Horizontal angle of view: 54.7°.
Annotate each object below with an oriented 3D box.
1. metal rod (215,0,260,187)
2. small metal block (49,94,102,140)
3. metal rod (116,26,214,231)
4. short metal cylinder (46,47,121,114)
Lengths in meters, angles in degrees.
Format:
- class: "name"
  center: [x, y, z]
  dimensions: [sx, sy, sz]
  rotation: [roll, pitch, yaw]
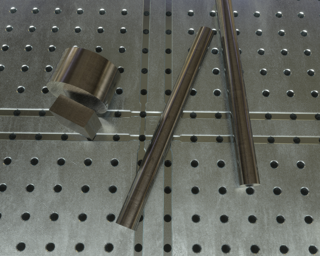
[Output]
- class: "metal rod"
  center: [0.106, -0.069, 0.438]
  dimensions: [0.025, 0.025, 0.299]
  rotation: [-2, 70, -1]
- class: "small metal block"
  center: [-0.108, -0.013, 0.402]
  dimensions: [0.050, 0.050, 0.025]
  rotation: [26, 72, 9]
- class: "metal rod"
  center: [0.014, -0.013, 0.416]
  dimensions: [0.025, 0.025, 0.300]
  rotation: [21, 71, 7]
- class: "short metal cylinder"
  center: [-0.098, -0.060, 0.403]
  dimensions: [0.080, 0.080, 0.050]
  rotation: [17, 71, 6]
